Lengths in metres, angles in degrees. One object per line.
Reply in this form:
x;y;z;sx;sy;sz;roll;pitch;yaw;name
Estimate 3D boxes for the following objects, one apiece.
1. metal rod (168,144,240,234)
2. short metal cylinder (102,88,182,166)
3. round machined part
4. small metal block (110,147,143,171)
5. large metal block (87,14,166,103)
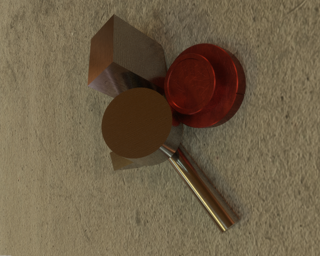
-0.003;0.003;0.408;0.025;0.025;0.300;-52;60;27;metal rod
-0.019;0.000;0.356;0.080;0.050;0.080;-4;73;15;short metal cylinder
0.044;-0.049;0.357;0.098;0.042;0.097;0;90;39;round machined part
-0.029;0.036;0.413;0.050;0.050;0.025;-26;73;36;small metal block
-0.040;-0.080;0.388;0.050;0.080;0.080;-33;48;36;large metal block
